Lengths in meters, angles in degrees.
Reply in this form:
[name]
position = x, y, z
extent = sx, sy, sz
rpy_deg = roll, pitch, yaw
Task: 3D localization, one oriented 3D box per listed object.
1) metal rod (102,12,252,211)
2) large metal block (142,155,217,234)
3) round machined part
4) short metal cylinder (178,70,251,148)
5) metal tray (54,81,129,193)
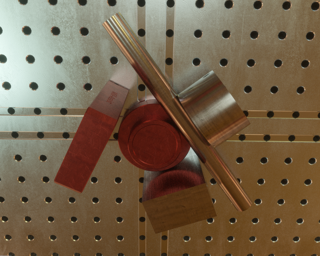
[metal rod]
position = 0.031, -0.008, 0.388
extent = 0.025, 0.025, 0.299
rpy_deg = -34, 107, 11
[large metal block]
position = 0.024, 0.086, 0.416
extent = 0.080, 0.080, 0.050
rpy_deg = -18, 109, 6
[round machined part]
position = -0.007, 0.015, 0.409
extent = 0.099, 0.042, 0.097
rpy_deg = 0, 110, -1
[short metal cylinder]
position = 0.065, -0.023, 0.375
extent = 0.050, 0.080, 0.080
rpy_deg = -35, 107, 12
[metal tray]
position = -0.074, 0.003, 0.358
extent = 0.030, 0.130, 0.089
rpy_deg = 26, 108, -9
